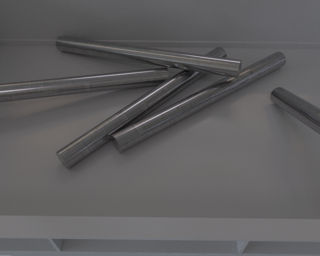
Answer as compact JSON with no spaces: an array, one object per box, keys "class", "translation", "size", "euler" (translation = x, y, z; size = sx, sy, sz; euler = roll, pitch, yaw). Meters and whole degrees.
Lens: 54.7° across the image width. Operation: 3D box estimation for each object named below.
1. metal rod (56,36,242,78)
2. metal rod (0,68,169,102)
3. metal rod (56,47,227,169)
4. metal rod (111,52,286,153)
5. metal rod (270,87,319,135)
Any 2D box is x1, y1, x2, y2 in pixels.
[{"class":"metal rod","translation":[-0.029,-0.112,0.476],"size":[0.301,0.025,0.025],"euler":[12,51,19]},{"class":"metal rod","translation":[-0.134,-0.059,0.436],"size":[0.302,0.025,0.025],"euler":[-8,50,-14]},{"class":"metal rod","translation":[-0.009,-0.041,0.439],"size":[0.302,0.025,0.025],"euler":[-37,59,-27]},{"class":"metal rod","translation":[0.069,-0.046,0.443],"size":[0.302,0.025,0.025],"euler":[-28,56,-22]},{"class":"metal rod","translation":[0.188,0.010,0.311],"size":[0.025,0.025,0.300],"euler":[-5,23,-4]}]
